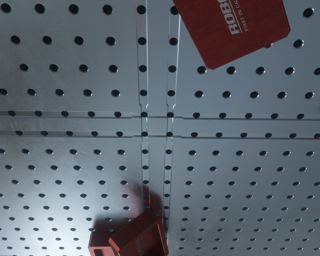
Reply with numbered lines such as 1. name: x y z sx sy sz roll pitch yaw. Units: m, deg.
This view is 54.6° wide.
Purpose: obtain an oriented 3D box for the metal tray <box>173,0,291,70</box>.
1. metal tray: 0.062 -0.130 0.298 0.090 0.030 0.130 -23 127 18

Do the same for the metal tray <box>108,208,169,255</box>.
1. metal tray: -0.033 0.214 0.556 0.091 0.030 0.129 -33 135 -25

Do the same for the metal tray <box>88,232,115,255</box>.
1. metal tray: -0.087 0.258 0.626 0.090 0.030 0.129 -1 130 1
